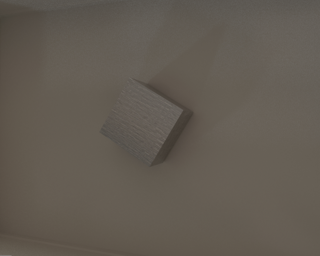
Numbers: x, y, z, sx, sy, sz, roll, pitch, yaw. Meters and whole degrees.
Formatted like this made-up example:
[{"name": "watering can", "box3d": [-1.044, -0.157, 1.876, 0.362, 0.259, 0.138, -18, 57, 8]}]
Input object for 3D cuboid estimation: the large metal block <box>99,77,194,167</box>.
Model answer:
[{"name": "large metal block", "box3d": [-0.017, -0.008, 0.400, 0.080, 0.050, 0.080, 33, 100, 16]}]
